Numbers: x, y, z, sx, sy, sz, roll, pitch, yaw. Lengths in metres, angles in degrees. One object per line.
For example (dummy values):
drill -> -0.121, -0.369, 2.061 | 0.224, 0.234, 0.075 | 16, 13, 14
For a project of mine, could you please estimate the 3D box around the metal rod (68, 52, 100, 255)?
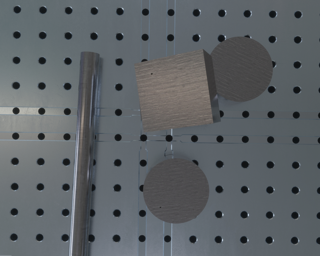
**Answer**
metal rod -> -0.102, 0.050, 0.412 | 0.025, 0.025, 0.298 | 3, 90, 0

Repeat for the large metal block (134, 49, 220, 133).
large metal block -> 0.022, -0.041, 0.364 | 0.080, 0.050, 0.080 | -8, 90, 20

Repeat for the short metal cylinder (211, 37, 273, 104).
short metal cylinder -> 0.097, -0.072, 0.402 | 0.081, 0.050, 0.079 | 0, 90, 0

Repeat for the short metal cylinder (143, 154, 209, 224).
short metal cylinder -> 0.020, 0.076, 0.401 | 0.081, 0.050, 0.079 | 0, 90, 0

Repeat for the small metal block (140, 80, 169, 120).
small metal block -> -0.002, -0.038, 0.413 | 0.050, 0.025, 0.050 | -5, 90, 0
